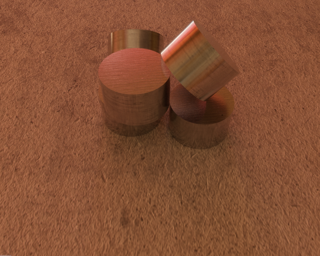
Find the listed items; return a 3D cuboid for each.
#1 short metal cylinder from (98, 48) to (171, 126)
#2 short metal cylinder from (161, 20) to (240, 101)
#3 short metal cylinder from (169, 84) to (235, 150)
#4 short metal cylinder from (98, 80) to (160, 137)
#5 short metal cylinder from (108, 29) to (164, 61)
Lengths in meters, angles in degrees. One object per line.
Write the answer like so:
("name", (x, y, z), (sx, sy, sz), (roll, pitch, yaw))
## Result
("short metal cylinder", (-0.028, -0.049, 0.364), (0.081, 0.050, 0.080), (0, 50, 0))
("short metal cylinder", (0.047, -0.078, 0.361), (0.050, 0.080, 0.080), (-41, 49, 22))
("short metal cylinder", (0.052, -0.019, 0.404), (0.081, 0.050, 0.080), (0, 50, 0))
("short metal cylinder", (-0.039, -0.034, 0.416), (0.081, 0.050, 0.080), (0, 50, 0))
("short metal cylinder", (-0.035, -0.105, 0.449), (0.081, 0.080, 0.050), (0, 89, -1))
